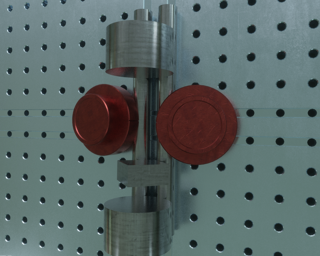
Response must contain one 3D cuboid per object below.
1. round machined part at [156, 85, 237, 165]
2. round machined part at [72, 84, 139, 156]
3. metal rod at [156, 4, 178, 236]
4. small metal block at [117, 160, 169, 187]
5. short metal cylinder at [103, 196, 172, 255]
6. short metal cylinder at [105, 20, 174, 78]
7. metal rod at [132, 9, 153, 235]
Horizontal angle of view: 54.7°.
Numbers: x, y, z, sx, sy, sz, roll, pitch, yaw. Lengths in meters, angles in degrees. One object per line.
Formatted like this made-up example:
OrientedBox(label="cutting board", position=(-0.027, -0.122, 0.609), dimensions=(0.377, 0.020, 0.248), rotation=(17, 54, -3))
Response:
OrientedBox(label="round machined part", position=(0.044, -0.004, 0.374), dimensions=(0.099, 0.042, 0.097), rotation=(0, 90, 5))
OrientedBox(label="round machined part", position=(-0.080, -0.011, 0.418), dimensions=(0.098, 0.042, 0.097), rotation=(0, 90, 34))
OrientedBox(label="metal rod", position=(0.009, -0.009, 0.409), dimensions=(0.025, 0.025, 0.298), rotation=(1, 90, 20))
OrientedBox(label="small metal block", position=(-0.022, 0.055, 0.382), dimensions=(0.050, 0.050, 0.025), rotation=(1, 90, -22))
OrientedBox(label="short metal cylinder", position=(-0.026, 0.115, 0.370), dimensions=(0.080, 0.080, 0.050), rotation=(1, 91, 20))
OrientedBox(label="short metal cylinder", position=(-0.024, -0.090, 0.368), dimensions=(0.080, 0.080, 0.050), rotation=(1, 91, 20))
OrientedBox(label="metal rod", position=(-0.025, -0.008, 0.420), dimensions=(0.025, 0.025, 0.298), rotation=(1, 90, 20))
